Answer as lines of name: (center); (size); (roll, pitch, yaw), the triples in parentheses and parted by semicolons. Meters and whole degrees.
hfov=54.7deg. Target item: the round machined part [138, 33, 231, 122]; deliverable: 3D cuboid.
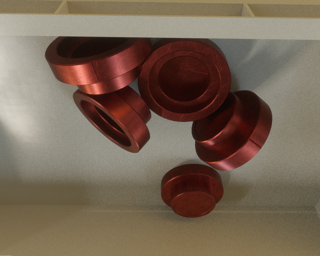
round machined part: (0.027, -0.058, 0.344); (0.099, 0.042, 0.097); (2, 126, 2)

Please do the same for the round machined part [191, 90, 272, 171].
round machined part: (0.075, -0.003, 0.358); (0.042, 0.098, 0.098); (34, 122, -25)

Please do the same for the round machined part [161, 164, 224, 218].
round machined part: (0.051, 0.105, 0.487); (0.099, 0.042, 0.097); (0, 130, 0)

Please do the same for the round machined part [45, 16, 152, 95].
round machined part: (-0.055, -0.069, 0.302); (0.098, 0.098, 0.042); (-9, 130, 7)

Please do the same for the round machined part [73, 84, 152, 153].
round machined part: (-0.049, -0.019, 0.359); (0.098, 0.042, 0.098); (35, 159, 16)
